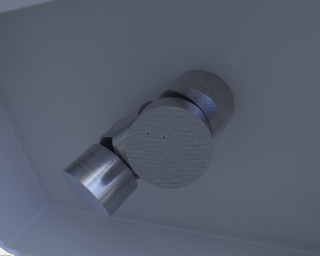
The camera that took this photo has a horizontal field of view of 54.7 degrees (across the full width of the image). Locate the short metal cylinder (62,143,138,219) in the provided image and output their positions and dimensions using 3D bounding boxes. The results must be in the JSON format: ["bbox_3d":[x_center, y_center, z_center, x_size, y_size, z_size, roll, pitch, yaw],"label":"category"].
[{"bbox_3d":[-0.075,0.066,0.385,0.080,0.050,0.080,32,150,22],"label":"short metal cylinder"}]

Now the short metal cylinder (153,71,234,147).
[{"bbox_3d":[0.039,-0.020,0.357,0.080,0.050,0.079,13,124,20],"label":"short metal cylinder"}]

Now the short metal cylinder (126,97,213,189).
[{"bbox_3d":[0.011,0.013,0.307,0.080,0.050,0.079,1,105,5],"label":"short metal cylinder"}]

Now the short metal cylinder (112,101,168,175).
[{"bbox_3d":[-0.011,0.014,0.384,0.050,0.080,0.080,-33,100,38],"label":"short metal cylinder"}]

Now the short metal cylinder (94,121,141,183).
[{"bbox_3d":[-0.049,0.035,0.436,0.080,0.050,0.079,13,124,20],"label":"short metal cylinder"}]
